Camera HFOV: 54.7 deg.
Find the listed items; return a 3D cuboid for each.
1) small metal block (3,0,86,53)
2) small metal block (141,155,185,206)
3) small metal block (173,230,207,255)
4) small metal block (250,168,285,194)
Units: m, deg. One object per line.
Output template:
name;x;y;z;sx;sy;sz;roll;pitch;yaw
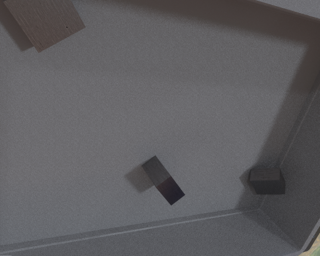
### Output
small metal block;-0.106;-0.106;0.286;0.050;0.025;0.050;-32;129;-8
small metal block;0.005;0.075;0.443;0.025;0.050;0.050;-37;130;-4
small metal block;0.056;0.225;0.584;0.050;0.025;0.050;-7;122;-25
small metal block;0.196;0.097;0.561;0.050;0.025;0.050;-7;137;30
